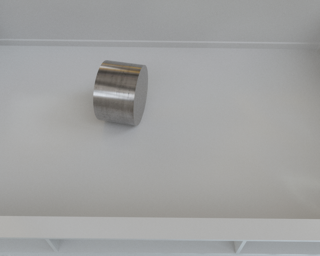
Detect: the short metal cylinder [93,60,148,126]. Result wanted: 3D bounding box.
[{"bbox_3d":[-0.049,-0.046,0.407,0.050,0.080,0.080,9,51,7],"label":"short metal cylinder"}]
